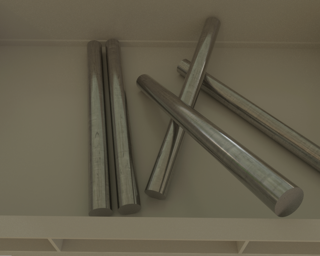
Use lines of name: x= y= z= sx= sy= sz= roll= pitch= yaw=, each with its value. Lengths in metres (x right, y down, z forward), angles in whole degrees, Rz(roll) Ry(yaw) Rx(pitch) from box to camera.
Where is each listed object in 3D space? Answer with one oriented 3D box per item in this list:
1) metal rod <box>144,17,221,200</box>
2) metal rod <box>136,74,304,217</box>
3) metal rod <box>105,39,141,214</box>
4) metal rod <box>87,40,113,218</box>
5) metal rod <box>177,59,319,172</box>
metal rod: x=0.040 y=-0.047 z=0.420 sx=0.025 sy=0.025 sz=0.300 roll=14 pitch=59 yaw=11
metal rod: x=0.033 y=-0.008 z=0.340 sx=0.025 sy=0.025 sz=0.300 roll=-19 pitch=30 yaw=-15
metal rod: x=-0.056 y=-0.026 z=0.426 sx=0.025 sy=0.025 sz=0.300 roll=-7 pitch=50 yaw=-6
metal rod: x=-0.086 y=-0.023 z=0.423 sx=0.025 sy=0.025 sz=0.300 roll=-7 pitch=50 yaw=-6
metal rod: x=0.136 y=-0.011 z=0.415 sx=0.025 sy=0.025 sz=0.300 roll=-34 pitch=58 yaw=-25
